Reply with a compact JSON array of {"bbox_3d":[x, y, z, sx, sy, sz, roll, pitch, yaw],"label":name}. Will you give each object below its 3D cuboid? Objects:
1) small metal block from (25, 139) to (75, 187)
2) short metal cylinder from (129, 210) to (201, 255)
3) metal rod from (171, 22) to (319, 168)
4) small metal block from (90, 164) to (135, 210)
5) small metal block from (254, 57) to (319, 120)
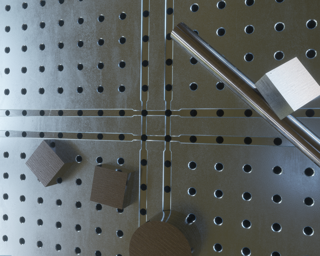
[{"bbox_3d":[-0.167,0.052,0.470,0.050,0.025,0.050,44,103,14],"label":"small metal block"},{"bbox_3d":[0.008,0.152,0.396,0.080,0.050,0.079,0,90,19],"label":"short metal cylinder"},{"bbox_3d":[0.126,-0.025,0.367,0.300,0.025,0.025,45,104,14],"label":"metal rod"},{"bbox_3d":[-0.066,0.081,0.435,0.050,0.025,0.050,10,93,19],"label":"small metal block"},{"bbox_3d":[0.145,-0.045,0.348,0.050,0.025,0.050,-29,78,-22],"label":"small metal block"}]
